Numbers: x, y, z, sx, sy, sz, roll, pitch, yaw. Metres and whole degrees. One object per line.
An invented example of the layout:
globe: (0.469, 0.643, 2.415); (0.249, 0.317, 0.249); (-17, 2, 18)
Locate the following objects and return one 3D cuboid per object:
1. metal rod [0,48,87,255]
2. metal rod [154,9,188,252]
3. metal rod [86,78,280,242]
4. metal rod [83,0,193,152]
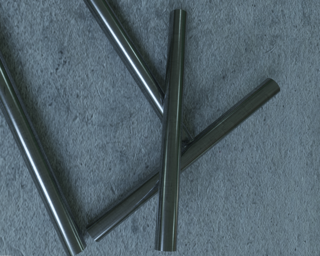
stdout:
metal rod: (-0.153, 0.008, 0.352); (0.025, 0.025, 0.299); (-23, 98, -18)
metal rod: (0.016, -0.009, 0.382); (0.025, 0.025, 0.299); (9, 75, -20)
metal rod: (0.034, 0.036, 0.396); (0.301, 0.025, 0.025); (-39, 103, -6)
metal rod: (-0.037, -0.091, 0.394); (0.025, 0.025, 0.299); (-36, 102, -16)
